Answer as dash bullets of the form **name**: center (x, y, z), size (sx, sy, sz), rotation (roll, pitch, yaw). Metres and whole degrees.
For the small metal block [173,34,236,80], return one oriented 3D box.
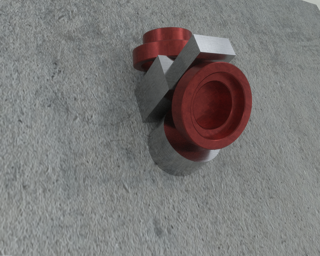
- **small metal block**: center (0.051, -0.081, 0.364), size (0.050, 0.050, 0.025), rotation (-3, 63, -30)

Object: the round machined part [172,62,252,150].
- **round machined part**: center (0.055, -0.027, 0.357), size (0.099, 0.042, 0.097), rotation (-7, 103, -28)

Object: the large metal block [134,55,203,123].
- **large metal block**: center (0.022, -0.049, 0.412), size (0.081, 0.080, 0.050), rotation (-2, 63, -30)

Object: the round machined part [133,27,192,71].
- **round machined part**: center (0.011, -0.107, 0.426), size (0.099, 0.098, 0.042), rotation (-2, 88, -30)

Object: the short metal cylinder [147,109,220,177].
- **short metal cylinder**: center (0.030, 0.017, 0.398), size (0.081, 0.050, 0.080), rotation (14, 56, -21)
